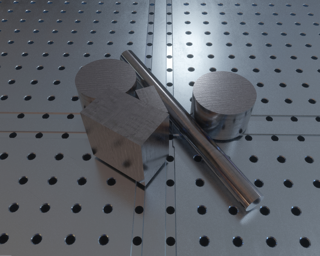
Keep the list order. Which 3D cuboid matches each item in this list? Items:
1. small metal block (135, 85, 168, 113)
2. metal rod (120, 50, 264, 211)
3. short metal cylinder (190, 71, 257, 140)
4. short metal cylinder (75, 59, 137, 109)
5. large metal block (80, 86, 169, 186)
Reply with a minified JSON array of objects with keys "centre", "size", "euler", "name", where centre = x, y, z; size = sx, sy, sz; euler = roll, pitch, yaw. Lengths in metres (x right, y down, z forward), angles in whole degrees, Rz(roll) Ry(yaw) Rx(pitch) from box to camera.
[{"centre":[-0.011,-0.018,0.401],"size":[0.025,0.050,0.050],"euler":[-17,52,-13],"name":"small metal block"},{"centre":[0.025,-0.017,0.417],"size":[0.025,0.025,0.300],"euler":[-25,55,-20],"name":"metal rod"},{"centre":[0.082,-0.031,0.413],"size":[0.081,0.050,0.080],"euler":[0,50,0],"name":"short metal cylinder"},{"centre":[-0.072,-0.051,0.429],"size":[0.081,0.050,0.080],"euler":[0,50,0],"name":"short metal cylinder"},{"centre":[-0.037,0.010,0.358],"size":[0.080,0.080,0.050],"euler":[27,56,21],"name":"large metal block"}]
